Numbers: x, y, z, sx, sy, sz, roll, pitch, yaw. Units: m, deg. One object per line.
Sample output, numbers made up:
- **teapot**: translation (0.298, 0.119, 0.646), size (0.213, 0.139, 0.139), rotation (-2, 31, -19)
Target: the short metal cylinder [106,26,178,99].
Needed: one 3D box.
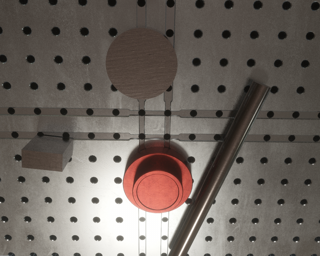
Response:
- **short metal cylinder**: translation (-0.021, -0.079, 0.371), size (0.081, 0.050, 0.079), rotation (0, 110, -1)

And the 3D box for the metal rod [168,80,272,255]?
- **metal rod**: translation (0.077, 0.075, 0.442), size (0.025, 0.025, 0.298), rotation (19, 109, -8)

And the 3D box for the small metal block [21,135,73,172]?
- **small metal block**: translation (-0.147, 0.032, 0.410), size (0.050, 0.050, 0.025), rotation (7, 110, -3)

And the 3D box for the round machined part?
- **round machined part**: translation (-0.003, 0.079, 0.434), size (0.099, 0.042, 0.097), rotation (0, 110, -1)
